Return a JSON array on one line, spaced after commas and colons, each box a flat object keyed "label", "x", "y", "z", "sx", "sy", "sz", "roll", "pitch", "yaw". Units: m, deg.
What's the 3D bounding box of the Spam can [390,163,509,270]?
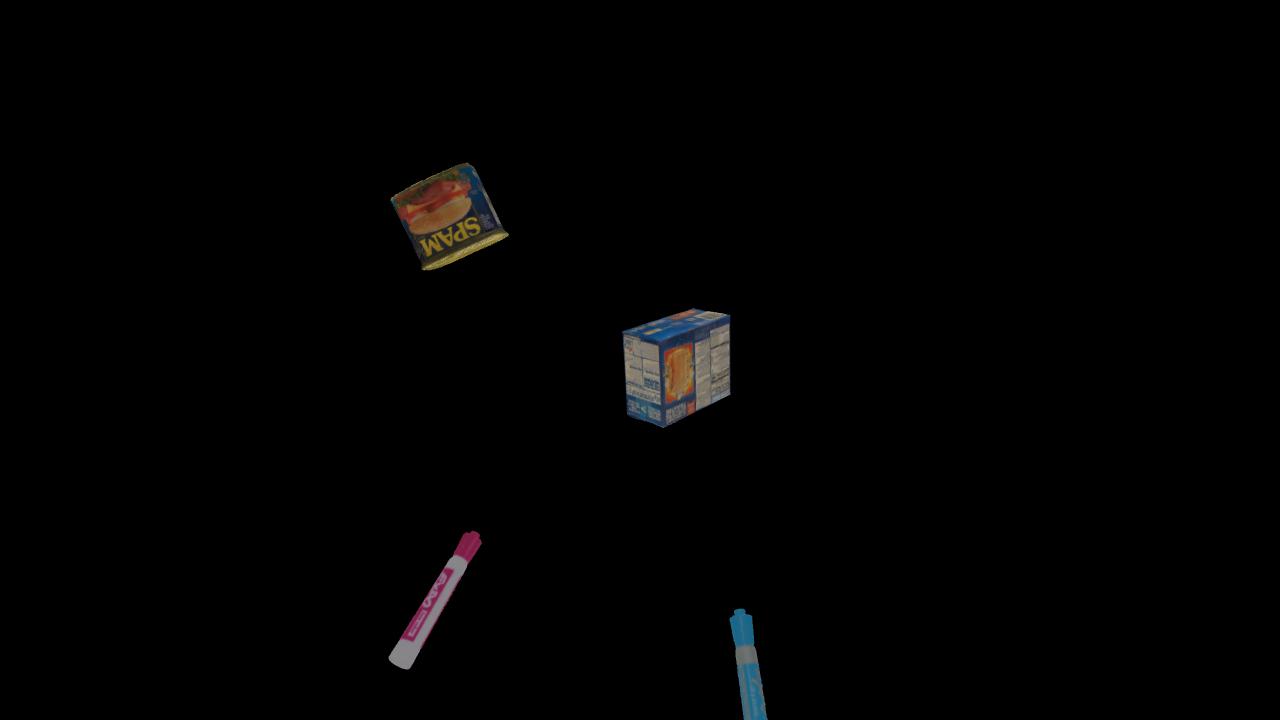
[{"label": "Spam can", "x": -0.213, "y": -0.159, "z": 0.688, "sx": 0.101, "sy": 0.085, "sz": 0.058, "roll": -24, "pitch": 8, "yaw": 2}]

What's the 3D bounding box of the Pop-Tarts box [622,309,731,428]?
[{"label": "Pop-Tarts box", "x": 0.061, "y": 0.007, "z": 0.973, "sx": 0.167, "sy": 0.141, "sz": 0.083, "roll": -21, "pitch": 26, "yaw": -40}]

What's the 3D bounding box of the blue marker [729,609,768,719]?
[{"label": "blue marker", "x": 0.087, "y": 0.258, "z": 0.478, "sx": 0.020, "sy": 0.121, "sz": 0.020, "roll": -3, "pitch": -34, "yaw": -2}]

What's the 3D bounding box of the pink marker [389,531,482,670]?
[{"label": "pink marker", "x": -0.167, "y": 0.196, "z": 0.516, "sx": 0.020, "sy": 0.020, "sz": 0.121, "roll": 0, "pitch": 39, "yaw": 23}]
